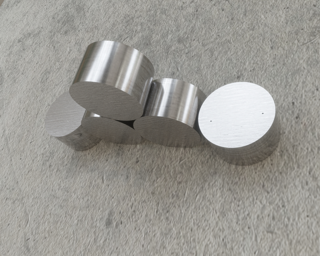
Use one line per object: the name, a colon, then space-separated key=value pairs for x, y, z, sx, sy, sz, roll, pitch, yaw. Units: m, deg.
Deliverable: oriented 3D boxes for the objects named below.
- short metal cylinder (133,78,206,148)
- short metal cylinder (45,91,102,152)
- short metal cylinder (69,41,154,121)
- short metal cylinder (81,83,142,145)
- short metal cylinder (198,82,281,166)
short metal cylinder: x=0.014 y=-0.016 z=0.373 sx=0.080 sy=0.080 sz=0.050 roll=0 pitch=61 yaw=28
short metal cylinder: x=-0.121 y=-0.012 z=0.460 sx=0.080 sy=0.050 sz=0.080 roll=-13 pitch=57 yaw=21
short metal cylinder: x=-0.051 y=-0.049 z=0.338 sx=0.080 sy=0.080 sz=0.050 roll=1 pitch=63 yaw=28
short metal cylinder: x=-0.057 y=-0.017 z=0.411 sx=0.080 sy=0.080 sz=0.050 roll=0 pitch=62 yaw=28
short metal cylinder: x=0.089 y=-0.004 z=0.344 sx=0.080 sy=0.050 sz=0.080 roll=-13 pitch=57 yaw=21
